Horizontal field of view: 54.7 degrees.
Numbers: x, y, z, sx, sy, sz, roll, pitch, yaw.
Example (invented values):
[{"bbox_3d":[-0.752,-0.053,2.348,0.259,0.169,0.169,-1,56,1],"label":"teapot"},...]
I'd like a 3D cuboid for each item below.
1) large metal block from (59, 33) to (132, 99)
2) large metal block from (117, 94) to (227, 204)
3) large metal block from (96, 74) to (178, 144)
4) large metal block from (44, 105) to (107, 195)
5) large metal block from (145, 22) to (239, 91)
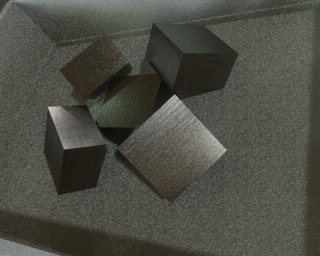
[{"bbox_3d":[-0.090,-0.087,0.459,0.080,0.080,0.050,-39,94,2],"label":"large metal block"},{"bbox_3d":[0.011,0.021,0.341,0.080,0.050,0.080,-43,96,-3],"label":"large metal block"},{"bbox_3d":[-0.030,-0.024,0.417,0.080,0.050,0.080,1,62,28],"label":"large metal block"},{"bbox_3d":[-0.114,0.027,0.405,0.080,0.050,0.079,55,138,39],"label":"large metal block"},{"bbox_3d":[0.038,-0.093,0.398,0.081,0.050,0.080,-7,43,-29],"label":"large metal block"}]
